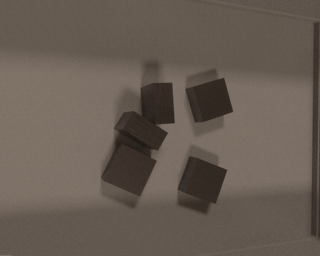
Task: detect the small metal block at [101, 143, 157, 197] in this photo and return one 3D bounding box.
[{"bbox_3d":[-0.040,0.053,0.397,0.050,0.025,0.050,28,81,-18],"label":"small metal block"}]

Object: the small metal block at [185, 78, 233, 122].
[{"bbox_3d":[0.070,-0.039,0.438,0.050,0.025,0.050,-19,97,-19],"label":"small metal block"}]

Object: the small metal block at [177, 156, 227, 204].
[{"bbox_3d":[0.060,0.073,0.434,0.050,0.025,0.050,23,82,-19],"label":"small metal block"}]

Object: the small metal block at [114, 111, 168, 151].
[{"bbox_3d":[-0.025,0.003,0.389,0.050,0.050,0.025,33,80,-18],"label":"small metal block"}]

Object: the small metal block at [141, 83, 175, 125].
[{"bbox_3d":[-0.004,-0.030,0.397,0.025,0.050,0.050,-4,92,-21],"label":"small metal block"}]
